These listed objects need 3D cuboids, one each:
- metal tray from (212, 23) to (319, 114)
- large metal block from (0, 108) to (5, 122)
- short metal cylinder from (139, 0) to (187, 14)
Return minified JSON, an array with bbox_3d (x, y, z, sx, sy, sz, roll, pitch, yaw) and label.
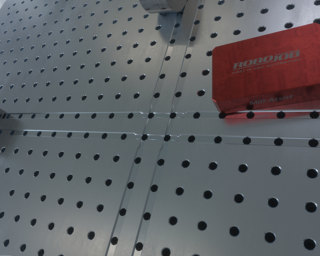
[{"bbox_3d":[0.131,-0.071,0.380,0.130,0.030,0.090,-9,58,23],"label":"metal tray"},{"bbox_3d":[-0.356,-0.009,0.585,0.080,0.050,0.080,1,62,28],"label":"large metal block"},{"bbox_3d":[0.006,-0.233,0.513,0.050,0.080,0.080,9,67,32],"label":"short metal cylinder"}]
